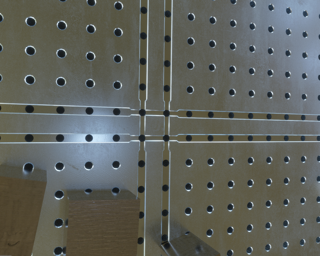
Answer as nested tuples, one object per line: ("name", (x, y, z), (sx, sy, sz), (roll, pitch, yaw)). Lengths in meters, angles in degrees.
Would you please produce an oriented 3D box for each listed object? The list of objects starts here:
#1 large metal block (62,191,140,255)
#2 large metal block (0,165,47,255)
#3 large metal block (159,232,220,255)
("large metal block", (-0.072, 0.121, 0.374), (0.081, 0.050, 0.080), (4, 89, -20))
("large metal block", (-0.154, 0.086, 0.327), (0.050, 0.080, 0.080), (12, 86, -20))
("large metal block", (0.045, 0.194, 0.402), (0.050, 0.080, 0.080), (-17, 96, -19))
